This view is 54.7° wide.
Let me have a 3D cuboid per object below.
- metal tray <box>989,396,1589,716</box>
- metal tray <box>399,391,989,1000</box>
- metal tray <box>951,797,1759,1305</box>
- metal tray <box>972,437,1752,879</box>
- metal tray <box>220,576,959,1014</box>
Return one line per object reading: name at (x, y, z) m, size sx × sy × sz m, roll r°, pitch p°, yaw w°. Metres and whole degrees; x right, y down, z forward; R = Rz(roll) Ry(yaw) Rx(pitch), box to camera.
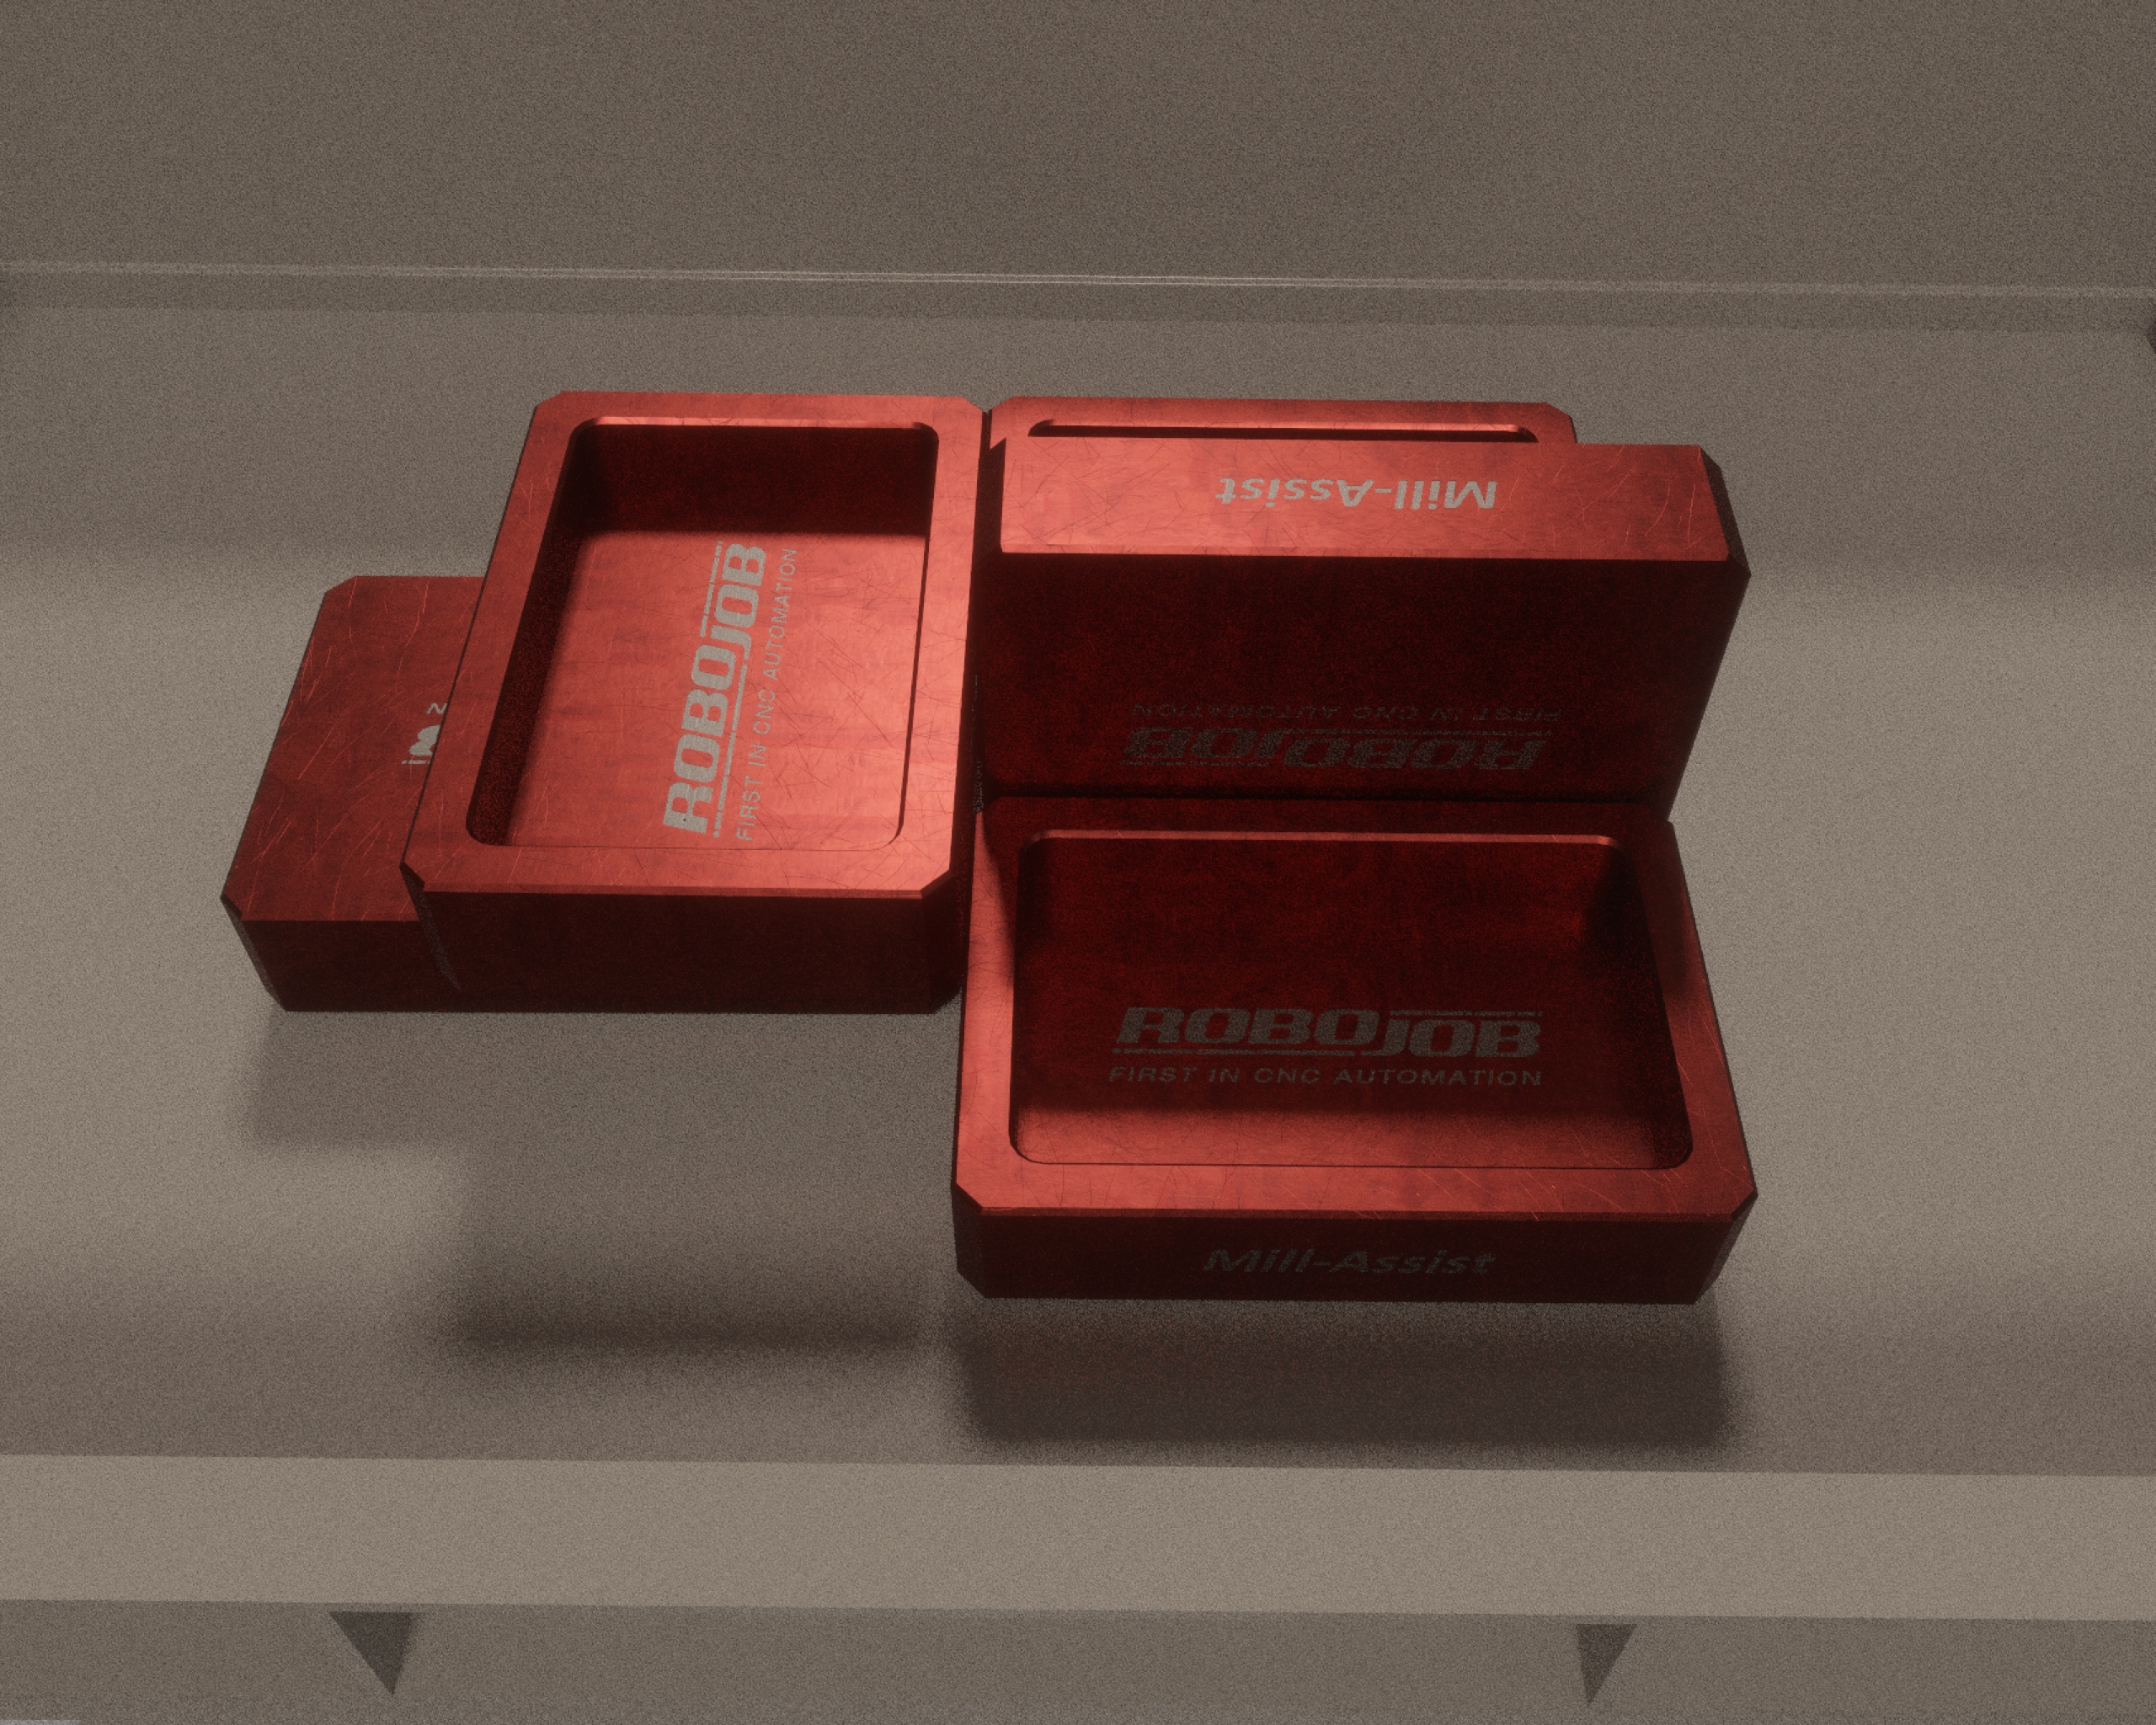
metal tray at (0.045, -0.061, 0.452) m, size 0.131 × 0.030 × 0.090 m, roll 1°, pitch 50°, yaw 0°
metal tray at (-0.064, -0.036, 0.389) m, size 0.091 × 0.030 × 0.130 m, roll 1°, pitch 50°, yaw 0°
metal tray at (0.045, 0.032, 0.374) m, size 0.131 × 0.030 × 0.090 m, roll 1°, pitch 50°, yaw 0°
metal tray at (0.048, -0.034, 0.389) m, size 0.131 × 0.089 × 0.030 m, roll 1°, pitch 50°, yaw 0°
metal tray at (-0.088, -0.015, 0.409) m, size 0.131 × 0.030 × 0.090 m, roll 0°, pitch 50°, yaw 0°
